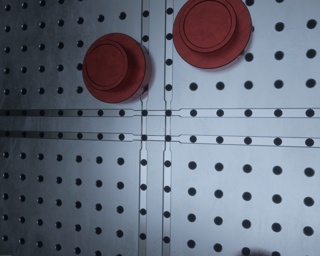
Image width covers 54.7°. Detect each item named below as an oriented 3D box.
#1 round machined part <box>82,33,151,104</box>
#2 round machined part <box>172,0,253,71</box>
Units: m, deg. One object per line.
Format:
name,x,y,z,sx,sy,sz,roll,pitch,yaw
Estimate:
round machined part,-0.065,-0.082,0.425,0.098,0.042,0.097,0,90,19
round machined part,0.062,-0.121,0.381,0.098,0.042,0.097,0,90,19
